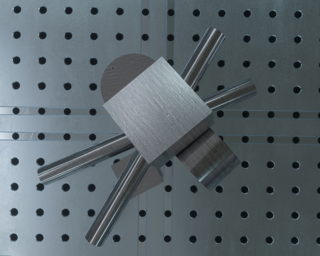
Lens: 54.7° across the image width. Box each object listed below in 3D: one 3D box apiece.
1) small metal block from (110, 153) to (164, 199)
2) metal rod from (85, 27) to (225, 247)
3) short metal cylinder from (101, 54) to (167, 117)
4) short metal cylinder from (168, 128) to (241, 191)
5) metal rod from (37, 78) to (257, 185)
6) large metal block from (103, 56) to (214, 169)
[{"bbox_3d":[-0.030,0.059,0.410,0.050,0.025,0.050,-28,90,0],"label":"small metal block"},{"bbox_3d":[-0.006,0.010,0.385,0.025,0.025,0.299,31,89,0],"label":"metal rod"},{"bbox_3d":[-0.031,-0.050,0.397,0.081,0.050,0.079,0,90,0],"label":"short metal cylinder"},{"bbox_3d":[0.052,0.031,0.383,0.050,0.080,0.080,-43,90,1],"label":"short metal cylinder"},{"bbox_3d":[-0.016,0.005,0.409,0.301,0.025,0.025,-23,90,0],"label":"metal rod"},{"bbox_3d":[0.001,-0.014,0.334,0.080,0.050,0.080,-40,73,1],"label":"large metal block"}]
